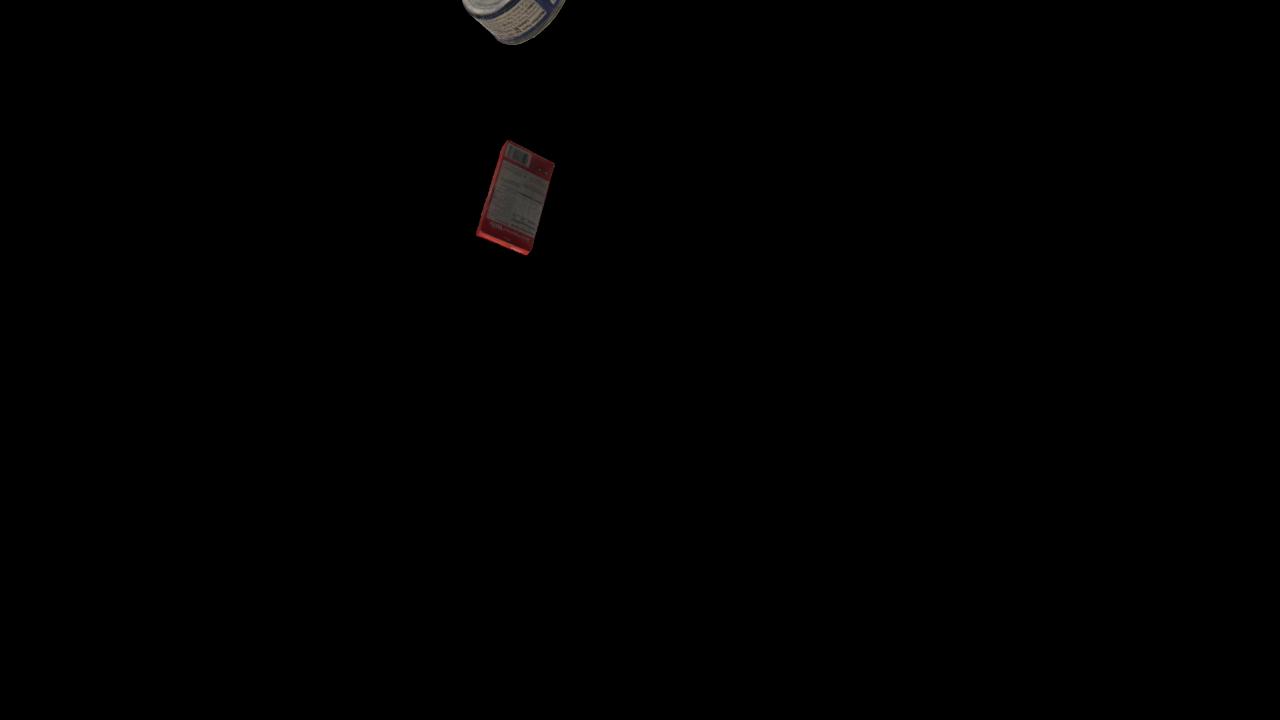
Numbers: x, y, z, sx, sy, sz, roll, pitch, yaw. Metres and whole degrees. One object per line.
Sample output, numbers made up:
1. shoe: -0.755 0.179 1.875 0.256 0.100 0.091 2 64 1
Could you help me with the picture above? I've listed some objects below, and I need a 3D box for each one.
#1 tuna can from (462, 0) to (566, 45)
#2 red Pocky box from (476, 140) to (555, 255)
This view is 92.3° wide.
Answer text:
1. tuna can: -0.091 -0.280 0.450 0.084 0.084 0.034 0 -11 31
2. red Pocky box: -0.186 -0.242 0.922 0.083 0.155 0.028 21 -17 -29
